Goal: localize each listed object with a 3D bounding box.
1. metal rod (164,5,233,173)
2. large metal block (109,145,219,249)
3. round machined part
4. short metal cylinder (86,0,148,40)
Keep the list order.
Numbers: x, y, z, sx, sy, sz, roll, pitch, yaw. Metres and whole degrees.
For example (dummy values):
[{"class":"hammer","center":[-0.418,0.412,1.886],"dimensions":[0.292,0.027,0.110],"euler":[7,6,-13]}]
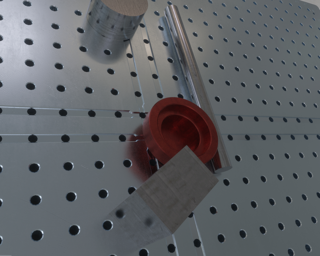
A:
[{"class":"metal rod","center":[0.053,-0.075,0.482],"dimensions":[0.025,0.025,0.299],"euler":[0,62,-28]},{"class":"large metal block","center":[0.003,0.074,0.330],"dimensions":[0.050,0.080,0.080],"euler":[48,51,5]},{"class":"round machined part","center":[0.023,0.012,0.401],"dimensions":[0.099,0.042,0.098],"euler":[15,54,-21]},{"class":"short metal cylinder","center":[-0.065,-0.180,0.467],"dimensions":[0.081,0.050,0.080],"euler":[14,56,-21]}]
